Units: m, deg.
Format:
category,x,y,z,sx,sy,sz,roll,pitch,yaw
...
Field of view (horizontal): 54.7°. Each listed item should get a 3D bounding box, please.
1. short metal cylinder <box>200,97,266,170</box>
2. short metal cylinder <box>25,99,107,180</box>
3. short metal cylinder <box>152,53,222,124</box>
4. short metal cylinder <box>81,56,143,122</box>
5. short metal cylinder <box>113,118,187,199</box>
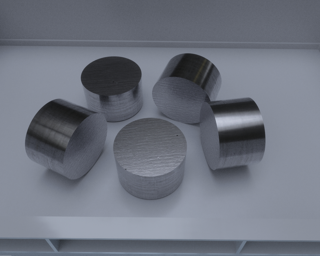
category,x,y,z,sx,sy,sz,roll,pitch,yaw
short metal cylinder,0.082,0.006,0.363,0.050,0.080,0.080,-7,51,-6
short metal cylinder,-0.104,0.012,0.355,0.050,0.080,0.080,21,53,17
short metal cylinder,0.036,-0.052,0.413,0.080,0.080,0.050,17,52,13
short metal cylinder,-0.065,-0.055,0.432,0.081,0.050,0.080,0,50,0
short metal cylinder,-0.011,0.034,0.357,0.081,0.050,0.080,0,50,0
